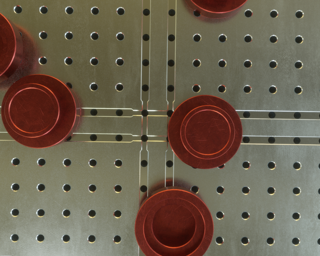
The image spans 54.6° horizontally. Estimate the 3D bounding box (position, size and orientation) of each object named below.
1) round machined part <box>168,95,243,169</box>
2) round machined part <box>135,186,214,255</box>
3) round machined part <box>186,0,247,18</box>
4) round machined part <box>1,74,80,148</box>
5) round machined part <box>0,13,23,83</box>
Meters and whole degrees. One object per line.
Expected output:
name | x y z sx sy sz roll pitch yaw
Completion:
round machined part | 0.060 0.005 0.405 0.099 0.042 0.097 0 90 0
round machined part | 0.018 0.125 0.405 0.099 0.042 0.097 0 90 0
round machined part | 0.077 -0.199 0.405 0.099 0.042 0.097 0 90 0
round machined part | -0.159 -0.022 0.404 0.099 0.042 0.097 0 90 0
round machined part | -0.227 -0.104 0.403 0.099 0.042 0.097 0 90 0
